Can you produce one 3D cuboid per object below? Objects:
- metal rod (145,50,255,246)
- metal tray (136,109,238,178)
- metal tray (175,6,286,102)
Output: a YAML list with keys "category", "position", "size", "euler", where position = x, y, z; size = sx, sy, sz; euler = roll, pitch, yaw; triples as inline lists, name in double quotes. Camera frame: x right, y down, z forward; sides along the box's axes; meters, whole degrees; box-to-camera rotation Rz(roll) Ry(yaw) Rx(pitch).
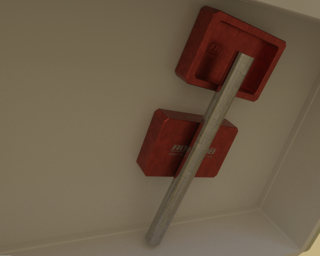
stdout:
- category: "metal rod"
  position: [0.046, 0.040, 0.420]
  size: [0.025, 0.025, 0.298]
  euler: [10, 113, -33]
- category: "metal tray"
  position: [0.041, 0.026, 0.446]
  size: [0.131, 0.030, 0.089]
  euler: [7, 115, -32]
- category: "metal tray"
  position: [0.094, -0.091, 0.402]
  size: [0.131, 0.030, 0.089]
  euler: [10, 114, -33]
